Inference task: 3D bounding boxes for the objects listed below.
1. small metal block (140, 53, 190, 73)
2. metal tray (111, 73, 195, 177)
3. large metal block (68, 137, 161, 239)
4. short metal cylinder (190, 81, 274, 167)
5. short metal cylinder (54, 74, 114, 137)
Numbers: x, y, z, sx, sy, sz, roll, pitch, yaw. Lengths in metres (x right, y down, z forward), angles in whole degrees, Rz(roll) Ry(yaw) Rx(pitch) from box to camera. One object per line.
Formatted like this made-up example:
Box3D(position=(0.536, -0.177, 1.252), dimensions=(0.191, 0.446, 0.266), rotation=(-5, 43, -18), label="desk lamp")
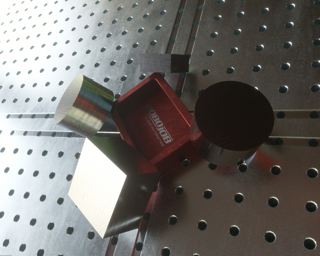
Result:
Box3D(position=(0.007, -0.093, 0.442), dimensions=(0.050, 0.050, 0.025), rotation=(10, 104, 32), label="small metal block")
Box3D(position=(-0.007, -0.007, 0.412), dimensions=(0.090, 0.030, 0.130), rotation=(-35, 51, 4), label="metal tray")
Box3D(position=(-0.055, 0.065, 0.359), dimensions=(0.080, 0.050, 0.079), rotation=(35, 112, 38), label="large metal block")
Box3D(position=(0.075, -0.004, 0.335), dimensions=(0.081, 0.050, 0.080), rotation=(1, 65, -1), label="short metal cylinder")
Box3D(position=(-0.111, -0.031, 0.451), dimensions=(0.080, 0.050, 0.080), rotation=(-36, 38, 35), label="short metal cylinder")
